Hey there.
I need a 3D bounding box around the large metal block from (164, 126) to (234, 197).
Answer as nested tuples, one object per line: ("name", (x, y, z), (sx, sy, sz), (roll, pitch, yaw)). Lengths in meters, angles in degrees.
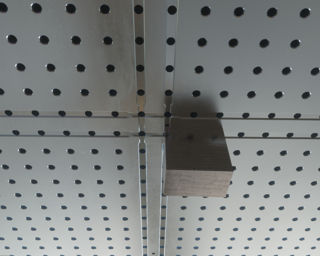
("large metal block", (0.046, 0.044, 0.414), (0.081, 0.080, 0.050), (2, 130, -2))
